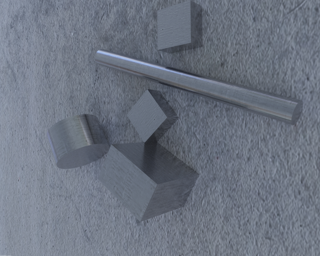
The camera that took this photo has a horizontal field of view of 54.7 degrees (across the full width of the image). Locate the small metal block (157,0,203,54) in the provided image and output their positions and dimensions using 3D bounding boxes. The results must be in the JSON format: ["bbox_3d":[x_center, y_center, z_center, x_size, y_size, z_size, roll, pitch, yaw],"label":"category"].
[{"bbox_3d":[0.024,-0.123,0.383,0.050,0.025,0.050,-1,89,39],"label":"small metal block"}]

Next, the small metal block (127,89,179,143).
[{"bbox_3d":[-0.010,-0.015,0.412,0.050,0.025,0.050,-48,62,28],"label":"small metal block"}]

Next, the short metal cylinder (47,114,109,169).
[{"bbox_3d":[-0.123,0.021,0.468,0.080,0.081,0.050,-38,67,33],"label":"short metal cylinder"}]

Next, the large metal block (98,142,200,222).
[{"bbox_3d":[-0.013,0.060,0.378,0.080,0.081,0.050,36,112,34],"label":"large metal block"}]

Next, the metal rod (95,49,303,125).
[{"bbox_3d":[0.021,-0.062,0.385,0.300,0.025,0.025,23,105,37],"label":"metal rod"}]
